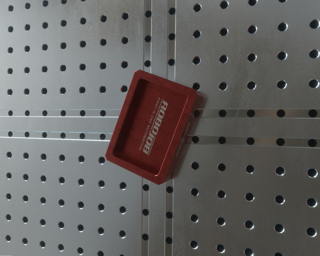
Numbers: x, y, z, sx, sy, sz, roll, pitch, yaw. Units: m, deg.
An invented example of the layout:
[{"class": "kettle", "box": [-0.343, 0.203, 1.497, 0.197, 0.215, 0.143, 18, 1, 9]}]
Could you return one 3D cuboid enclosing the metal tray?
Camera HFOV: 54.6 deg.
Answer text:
[{"class": "metal tray", "box": [-0.010, -0.002, 0.413, 0.090, 0.030, 0.129, 23, 98, 18]}]
